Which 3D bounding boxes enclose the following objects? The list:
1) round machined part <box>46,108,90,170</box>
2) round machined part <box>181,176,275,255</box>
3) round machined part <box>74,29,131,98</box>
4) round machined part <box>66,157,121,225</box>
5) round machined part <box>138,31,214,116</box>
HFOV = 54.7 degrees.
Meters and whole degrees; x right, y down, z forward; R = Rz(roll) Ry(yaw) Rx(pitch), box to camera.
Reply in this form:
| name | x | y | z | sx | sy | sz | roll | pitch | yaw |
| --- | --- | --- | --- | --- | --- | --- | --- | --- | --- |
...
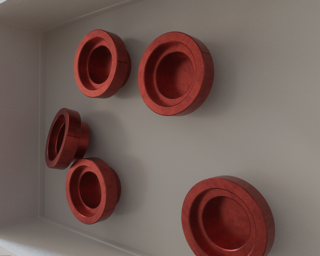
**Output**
| name | x | y | z | sx | sy | sz | roll | pitch | yaw |
| --- | --- | --- | --- | --- | --- | --- | --- | --- | --- |
| round machined part | -0.147 | 0.020 | 0.501 | 0.098 | 0.042 | 0.098 | -26 | 56 | 48 |
| round machined part | 0.075 | 0.100 | 0.333 | 0.098 | 0.042 | 0.097 | 0 | 90 | 39 |
| round machined part | -0.081 | -0.092 | 0.460 | 0.098 | 0.042 | 0.097 | 0 | 90 | 39 |
| round machined part | -0.098 | 0.093 | 0.474 | 0.098 | 0.042 | 0.097 | 0 | 90 | 39 |
| round machined part | 0.023 | -0.063 | 0.375 | 0.098 | 0.042 | 0.097 | 0 | 90 | 39 |
